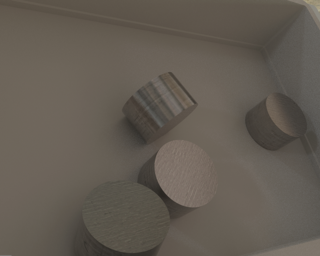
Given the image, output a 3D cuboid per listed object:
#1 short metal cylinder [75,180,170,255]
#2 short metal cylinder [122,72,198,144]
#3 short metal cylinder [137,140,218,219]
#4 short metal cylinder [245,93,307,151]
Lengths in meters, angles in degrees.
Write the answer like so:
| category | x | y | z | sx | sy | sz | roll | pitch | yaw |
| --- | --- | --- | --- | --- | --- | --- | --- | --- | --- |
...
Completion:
| category | x | y | z | sx | sy | sz | roll | pitch | yaw |
| --- | --- | --- | --- | --- | --- | --- | --- | --- | --- |
| short metal cylinder | -0.036 | 0.096 | 0.294 | 0.081 | 0.050 | 0.080 | 14 | 33 | -9 |
| short metal cylinder | 0.000 | -0.024 | 0.387 | 0.081 | 0.080 | 0.050 | -32 | 80 | -38 |
| short metal cylinder | 0.020 | 0.061 | 0.365 | 0.081 | 0.050 | 0.080 | 14 | 56 | -21 |
| short metal cylinder | 0.186 | -0.010 | 0.499 | 0.081 | 0.050 | 0.080 | 14 | 56 | -21 |
